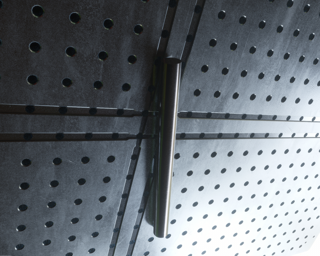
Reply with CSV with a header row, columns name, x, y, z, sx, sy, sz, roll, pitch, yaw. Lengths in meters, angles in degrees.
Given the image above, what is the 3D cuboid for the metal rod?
name,x,y,z,sx,sy,sz,roll,pitch,yaw
metal rod,0.007,0.047,0.446,0.025,0.025,0.298,-12,124,-23
